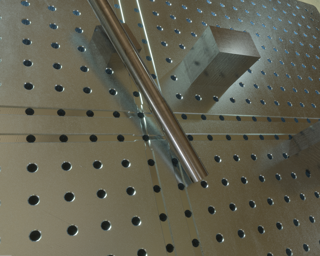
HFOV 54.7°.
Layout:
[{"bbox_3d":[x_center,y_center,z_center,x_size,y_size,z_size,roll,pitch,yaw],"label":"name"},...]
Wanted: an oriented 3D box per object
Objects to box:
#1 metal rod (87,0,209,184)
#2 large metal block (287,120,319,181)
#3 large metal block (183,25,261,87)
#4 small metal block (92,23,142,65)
[{"bbox_3d":[-0.022,-0.064,0.413,0.025,0.025,0.299,-26,83,-37],"label":"metal rod"},{"bbox_3d":[0.269,0.037,0.499,0.080,0.080,0.050,34,51,-6],"label":"large metal block"},{"bbox_3d":[0.096,-0.111,0.495,0.081,0.080,0.050,-1,62,-29],"label":"large metal block"},{"bbox_3d":[-0.063,-0.124,0.451,0.050,0.025,0.050,-21,73,-36],"label":"small metal block"}]
